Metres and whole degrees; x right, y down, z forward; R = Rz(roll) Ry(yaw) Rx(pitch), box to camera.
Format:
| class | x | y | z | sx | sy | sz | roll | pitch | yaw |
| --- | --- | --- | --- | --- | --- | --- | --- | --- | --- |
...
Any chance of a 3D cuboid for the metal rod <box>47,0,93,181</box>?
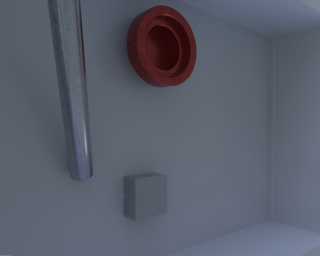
| class | x | y | z | sx | sy | sz | roll | pitch | yaw |
| --- | --- | --- | --- | --- | --- | --- | --- | --- | --- |
| metal rod | -0.077 | -0.076 | 0.260 | 0.025 | 0.025 | 0.298 | -25 | 132 | -37 |

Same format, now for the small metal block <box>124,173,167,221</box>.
| class | x | y | z | sx | sy | sz | roll | pitch | yaw |
| --- | --- | --- | --- | --- | --- | --- | --- | --- | --- |
| small metal block | -0.018 | 0.085 | 0.394 | 0.050 | 0.025 | 0.050 | 0 | 90 | -40 |

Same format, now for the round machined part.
| class | x | y | z | sx | sy | sz | roll | pitch | yaw |
| --- | --- | --- | --- | --- | --- | --- | --- | --- | --- |
| round machined part | -0.002 | -0.100 | 0.395 | 0.099 | 0.042 | 0.097 | 0 | 90 | -40 |
